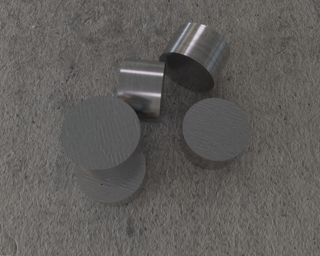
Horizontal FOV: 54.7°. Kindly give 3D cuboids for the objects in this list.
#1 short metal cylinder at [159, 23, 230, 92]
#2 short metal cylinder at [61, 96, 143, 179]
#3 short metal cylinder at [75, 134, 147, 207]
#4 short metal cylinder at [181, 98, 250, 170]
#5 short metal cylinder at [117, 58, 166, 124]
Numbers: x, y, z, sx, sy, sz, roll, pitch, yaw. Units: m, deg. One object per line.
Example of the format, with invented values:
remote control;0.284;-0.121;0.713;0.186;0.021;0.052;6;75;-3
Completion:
short metal cylinder;0.046;-0.092;0.413;0.080;0.080;0.050;27;73;9
short metal cylinder;-0.060;0.012;0.337;0.081;0.050;0.080;0;70;0
short metal cylinder;-0.056;0.053;0.375;0.081;0.050;0.080;0;70;0
short metal cylinder;0.067;0.009;0.392;0.081;0.050;0.080;0;70;0
short metal cylinder;-0.022;-0.047;0.396;0.050;0.080;0.080;6;70;2
